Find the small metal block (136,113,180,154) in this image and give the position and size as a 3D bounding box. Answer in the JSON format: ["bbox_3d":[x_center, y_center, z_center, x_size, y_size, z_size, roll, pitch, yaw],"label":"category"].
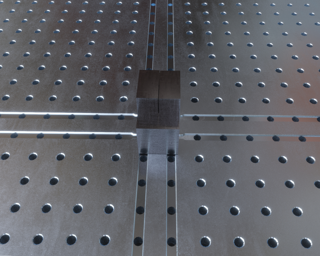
[{"bbox_3d":[-0.002,0.008,0.385,0.050,0.050,0.025,1,50,1],"label":"small metal block"}]

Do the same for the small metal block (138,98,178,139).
[{"bbox_3d":[-0.001,-0.013,0.418,0.050,0.025,0.050,1,50,2],"label":"small metal block"}]

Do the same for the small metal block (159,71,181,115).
[{"bbox_3d":[0.012,-0.037,0.390,0.025,0.050,0.050,1,50,2],"label":"small metal block"}]

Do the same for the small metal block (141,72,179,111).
[{"bbox_3d":[0.000,-0.050,0.433,0.050,0.050,0.025,1,50,1],"label":"small metal block"}]

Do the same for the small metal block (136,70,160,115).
[{"bbox_3d":[-0.014,-0.037,0.390,0.025,0.050,0.050,2,50,1],"label":"small metal block"}]
